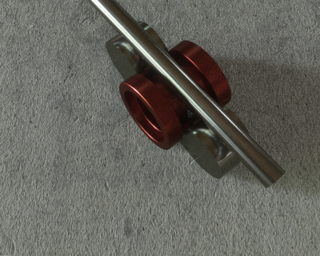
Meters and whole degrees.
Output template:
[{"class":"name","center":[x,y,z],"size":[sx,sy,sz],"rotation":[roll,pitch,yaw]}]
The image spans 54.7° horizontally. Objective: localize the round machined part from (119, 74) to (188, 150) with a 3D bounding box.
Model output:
[{"class":"round machined part","center":[-0.003,-0.025,0.378],"size":[0.042,0.098,0.098],"rotation":[-37,74,-16]}]

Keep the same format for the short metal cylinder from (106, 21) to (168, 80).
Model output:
[{"class":"short metal cylinder","center":[-0.028,-0.094,0.414],"size":[0.050,0.080,0.080],"rotation":[-37,75,-13]}]

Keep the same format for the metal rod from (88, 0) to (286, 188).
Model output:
[{"class":"metal rod","center":[0.018,-0.056,0.346],"size":[0.025,0.025,0.300],"rotation":[-38,75,-13]}]

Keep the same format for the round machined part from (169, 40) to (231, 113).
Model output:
[{"class":"round machined part","center":[0.040,-0.057,0.392],"size":[0.042,0.098,0.098],"rotation":[-39,75,-8]}]

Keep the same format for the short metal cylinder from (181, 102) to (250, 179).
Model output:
[{"class":"short metal cylinder","center":[0.065,0.014,0.375],"size":[0.050,0.080,0.080],"rotation":[-37,75,-13]}]
